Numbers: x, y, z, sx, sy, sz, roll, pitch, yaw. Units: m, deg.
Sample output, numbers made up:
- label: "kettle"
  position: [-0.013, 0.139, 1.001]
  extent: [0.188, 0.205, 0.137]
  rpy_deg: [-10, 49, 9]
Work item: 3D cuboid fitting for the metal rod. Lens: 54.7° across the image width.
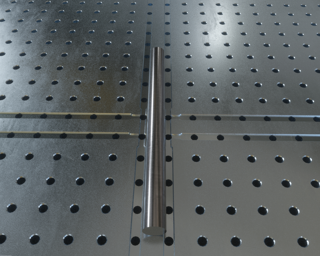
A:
- label: "metal rod"
  position: [-0.005, -0.009, 0.415]
  extent: [0.025, 0.025, 0.300]
  rpy_deg: [0, 50, 0]
